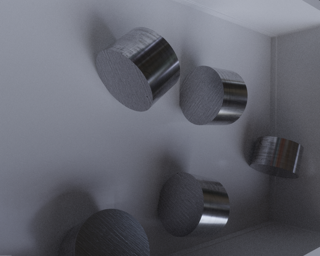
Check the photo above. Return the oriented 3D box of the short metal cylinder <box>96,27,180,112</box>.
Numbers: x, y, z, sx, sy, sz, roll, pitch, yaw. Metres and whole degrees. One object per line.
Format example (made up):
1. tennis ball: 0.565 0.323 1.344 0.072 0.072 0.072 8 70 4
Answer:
1. short metal cylinder: -0.025 -0.065 0.350 0.050 0.080 0.080 -46 118 -30

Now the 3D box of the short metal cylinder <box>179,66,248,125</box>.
1. short metal cylinder: 0.073 -0.044 0.432 0.050 0.080 0.080 0 90 -40

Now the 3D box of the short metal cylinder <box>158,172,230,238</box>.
1. short metal cylinder: 0.043 0.102 0.407 0.050 0.080 0.080 19 78 -39

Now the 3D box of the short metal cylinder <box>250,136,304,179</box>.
1. short metal cylinder: 0.204 0.052 0.542 0.080 0.080 0.050 28 72 -37

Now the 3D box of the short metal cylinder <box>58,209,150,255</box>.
1. short metal cylinder: -0.058 0.130 0.321 0.080 0.050 0.080 20 51 -27
